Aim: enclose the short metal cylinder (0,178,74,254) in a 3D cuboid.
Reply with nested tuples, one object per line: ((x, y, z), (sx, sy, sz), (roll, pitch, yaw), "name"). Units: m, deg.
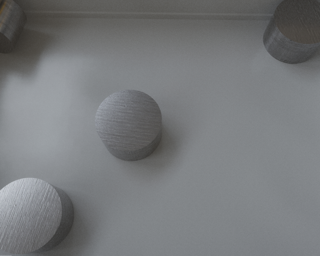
((-0.146, 0.102, 0.358), (0.081, 0.050, 0.080), (0, 70, 0), "short metal cylinder")

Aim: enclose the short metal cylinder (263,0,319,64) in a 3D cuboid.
((0.197, -0.141, 0.449), (0.081, 0.050, 0.080), (0, 70, 0), "short metal cylinder")

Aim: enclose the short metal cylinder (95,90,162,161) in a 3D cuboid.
((-0.038, -0.002, 0.397), (0.081, 0.050, 0.080), (0, 70, 0), "short metal cylinder")

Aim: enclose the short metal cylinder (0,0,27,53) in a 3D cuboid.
((-0.237, -0.149, 0.433), (0.080, 0.080, 0.050), (12, 71, 4), "short metal cylinder")
